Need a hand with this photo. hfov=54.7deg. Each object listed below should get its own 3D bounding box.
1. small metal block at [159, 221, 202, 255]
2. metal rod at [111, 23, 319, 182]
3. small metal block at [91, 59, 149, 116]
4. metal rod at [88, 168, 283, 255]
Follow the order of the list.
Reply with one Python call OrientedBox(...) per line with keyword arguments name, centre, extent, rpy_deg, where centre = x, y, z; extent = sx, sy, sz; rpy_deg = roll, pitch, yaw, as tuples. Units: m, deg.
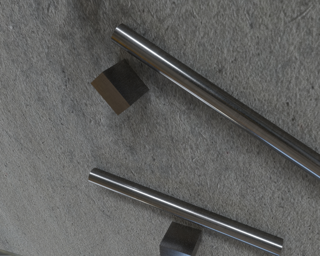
OrientedBox(name="small metal block", centre=(0.033, 0.179, 0.483), extent=(0.050, 0.050, 0.025), rpy_deg=(11, 123, 22))
OrientedBox(name="metal rod", centre=(0.074, -0.026, 0.350), extent=(0.301, 0.025, 0.025), rpy_deg=(35, 129, 4))
OrientedBox(name="small metal block", centre=(-0.048, -0.051, 0.383), extent=(0.025, 0.050, 0.050), rpy_deg=(-33, 100, 38))
OrientedBox(name="metal rod", centre=(0.027, 0.120, 0.465), extent=(0.301, 0.025, 0.025), rpy_deg=(17, 125, 17))
